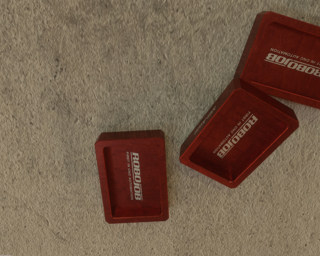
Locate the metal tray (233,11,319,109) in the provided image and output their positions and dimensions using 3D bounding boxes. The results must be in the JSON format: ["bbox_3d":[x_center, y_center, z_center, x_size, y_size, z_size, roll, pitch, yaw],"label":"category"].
[{"bbox_3d":[0.168,-0.080,0.379,0.131,0.030,0.089,15,109,-6],"label":"metal tray"}]

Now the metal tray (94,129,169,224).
[{"bbox_3d":[-0.036,0.069,0.432,0.091,0.030,0.129,-3,110,1],"label":"metal tray"}]

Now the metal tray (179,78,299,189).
[{"bbox_3d":[0.095,0.012,0.394,0.090,0.030,0.129,28,122,-10],"label":"metal tray"}]
